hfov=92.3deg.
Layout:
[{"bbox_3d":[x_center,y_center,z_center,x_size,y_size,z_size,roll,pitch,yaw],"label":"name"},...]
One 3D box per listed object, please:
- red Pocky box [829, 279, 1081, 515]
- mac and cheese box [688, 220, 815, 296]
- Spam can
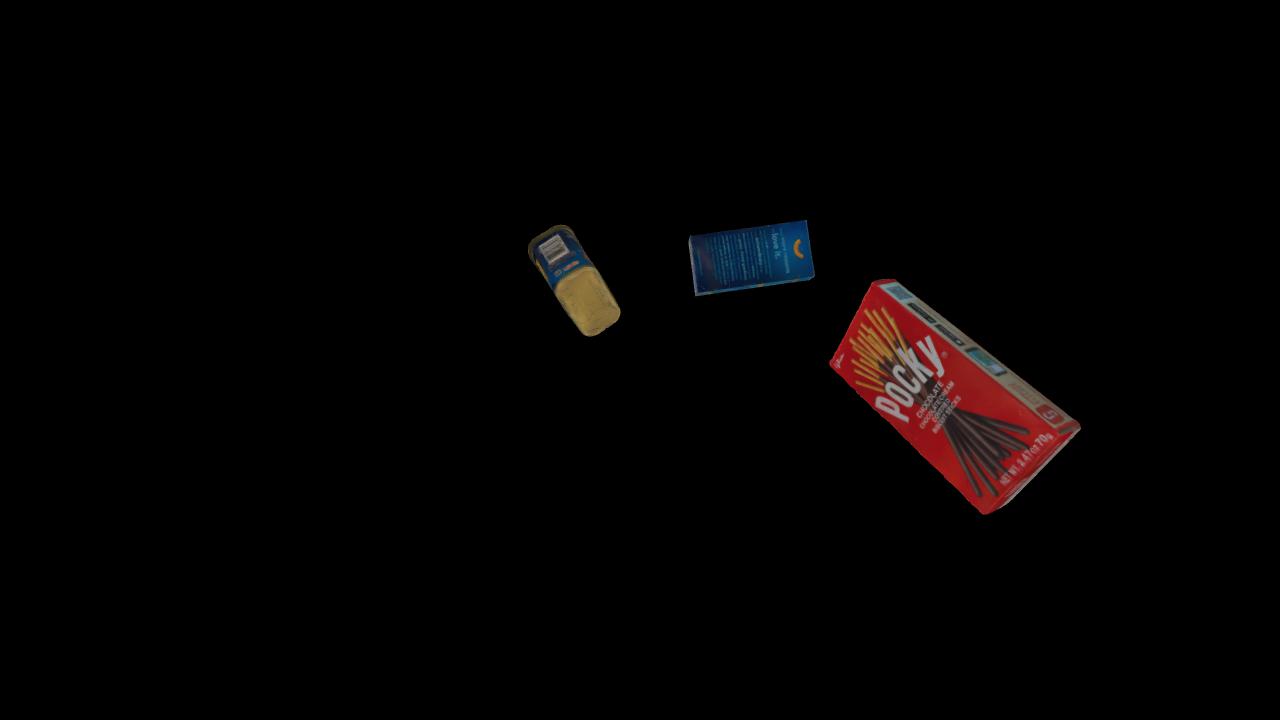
[{"bbox_3d":[0.201,0.021,0.420,0.028,0.083,0.155,-14,47,-27],"label":"red Pocky box"},{"bbox_3d":[0.172,-0.159,0.963,0.184,0.093,0.041,-7,-4,-1],"label":"mac and cheese box"},{"bbox_3d":[-0.073,-0.087,0.694,0.058,0.085,0.101,-33,-40,-1],"label":"Spam can"}]
